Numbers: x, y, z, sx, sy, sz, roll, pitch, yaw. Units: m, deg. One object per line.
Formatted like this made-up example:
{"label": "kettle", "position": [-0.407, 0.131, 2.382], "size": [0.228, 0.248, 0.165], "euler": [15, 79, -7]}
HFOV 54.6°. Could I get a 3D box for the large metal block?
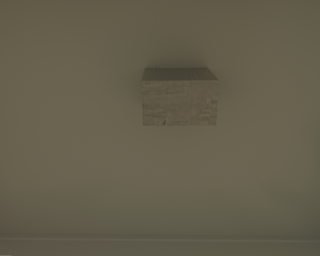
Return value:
{"label": "large metal block", "position": [0.021, -0.040, 0.367], "size": [0.080, 0.080, 0.050], "euler": [0, 110, 0]}
